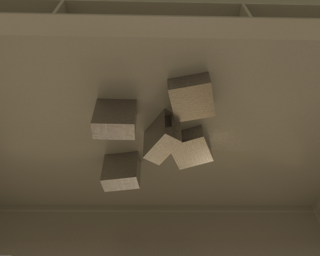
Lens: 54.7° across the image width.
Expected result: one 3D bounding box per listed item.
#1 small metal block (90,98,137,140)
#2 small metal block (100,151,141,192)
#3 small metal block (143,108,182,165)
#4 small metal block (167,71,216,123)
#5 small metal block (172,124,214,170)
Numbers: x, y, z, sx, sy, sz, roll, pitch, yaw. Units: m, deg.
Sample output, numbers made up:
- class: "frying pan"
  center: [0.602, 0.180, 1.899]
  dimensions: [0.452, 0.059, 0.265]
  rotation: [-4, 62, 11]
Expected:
- class: "small metal block"
  center: [-0.055, -0.011, 0.382]
  dimensions: [0.050, 0.050, 0.025]
  rotation: [1, 130, -2]
- class: "small metal block"
  center: [-0.055, 0.062, 0.445]
  dimensions: [0.050, 0.050, 0.025]
  rotation: [-7, 130, 5]
- class: "small metal block"
  center: [0.002, 0.011, 0.403]
  dimensions: [0.025, 0.050, 0.050]
  rotation: [27, 125, -22]
- class: "small metal block"
  center: [0.039, -0.037, 0.378]
  dimensions: [0.050, 0.025, 0.050]
  rotation: [-9, 130, 7]
- class: "small metal block"
  center: [0.043, 0.028, 0.433]
  dimensions: [0.050, 0.025, 0.050]
  rotation: [-17, 129, 13]
